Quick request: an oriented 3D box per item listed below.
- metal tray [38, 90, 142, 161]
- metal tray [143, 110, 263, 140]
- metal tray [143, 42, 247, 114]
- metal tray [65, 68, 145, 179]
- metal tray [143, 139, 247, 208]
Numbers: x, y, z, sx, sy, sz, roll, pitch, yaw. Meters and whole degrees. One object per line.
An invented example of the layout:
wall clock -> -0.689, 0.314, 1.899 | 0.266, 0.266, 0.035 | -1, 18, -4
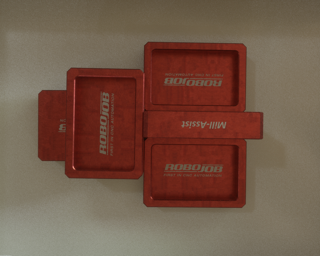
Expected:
metal tray -> -0.088, -0.003, 0.405 | 0.131, 0.030, 0.089 | 0, 90, -1
metal tray -> 0.047, -0.004, 0.377 | 0.131, 0.090, 0.030 | 1, 90, -1
metal tray -> 0.045, -0.064, 0.408 | 0.131, 0.030, 0.089 | 1, 90, -1
metal tray -> -0.065, -0.005, 0.376 | 0.091, 0.030, 0.129 | 1, 90, -1
metal tray -> 0.045, 0.056, 0.408 | 0.131, 0.030, 0.089 | 1, 90, -1
